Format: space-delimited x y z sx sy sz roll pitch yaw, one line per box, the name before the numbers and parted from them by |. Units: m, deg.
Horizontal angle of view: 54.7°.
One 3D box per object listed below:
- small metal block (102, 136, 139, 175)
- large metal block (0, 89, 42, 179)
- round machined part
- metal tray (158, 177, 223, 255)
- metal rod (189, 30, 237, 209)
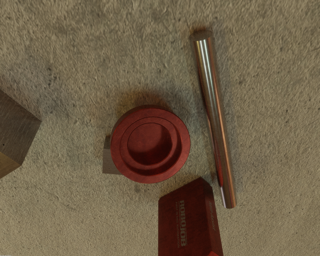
small metal block | -0.055 0.041 0.442 0.050 0.025 0.050 6 130 -6
large metal block | -0.202 0.004 0.373 0.050 0.080 0.080 -30 124 22
round machined part | -0.014 0.017 0.395 0.099 0.042 0.097 -3 106 -11
metal tray | 0.041 0.148 0.465 0.090 0.130 0.030 -33 123 24
metal rod | 0.079 0.013 0.418 0.025 0.025 0.299 -11 130 9
